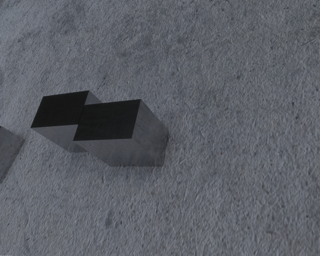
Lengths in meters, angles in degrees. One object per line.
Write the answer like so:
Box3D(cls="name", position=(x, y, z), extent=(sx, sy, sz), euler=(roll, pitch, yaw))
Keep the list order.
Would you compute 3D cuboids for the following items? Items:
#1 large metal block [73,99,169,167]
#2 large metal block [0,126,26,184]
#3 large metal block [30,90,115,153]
Box3D(cls="large metal block", position=(-0.045, 0.010, 0.386), extent=(0.080, 0.080, 0.050), euler=(-3, 60, 26))
Box3D(cls="large metal block", position=(-0.287, 0.039, 0.515), extent=(0.080, 0.050, 0.080), euler=(7, 65, 31))
Box3D(cls="large metal block", position=(-0.113, -0.005, 0.431), extent=(0.080, 0.080, 0.050), euler=(-3, 60, 26))
